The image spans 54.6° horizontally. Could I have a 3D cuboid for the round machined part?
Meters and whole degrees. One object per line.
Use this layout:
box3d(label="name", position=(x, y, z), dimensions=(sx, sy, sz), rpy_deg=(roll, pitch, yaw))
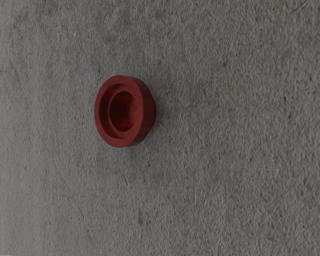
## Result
box3d(label="round machined part", position=(-0.044, -0.023, 0.432), dimensions=(0.098, 0.042, 0.097), rpy_deg=(0, 90, 40))
